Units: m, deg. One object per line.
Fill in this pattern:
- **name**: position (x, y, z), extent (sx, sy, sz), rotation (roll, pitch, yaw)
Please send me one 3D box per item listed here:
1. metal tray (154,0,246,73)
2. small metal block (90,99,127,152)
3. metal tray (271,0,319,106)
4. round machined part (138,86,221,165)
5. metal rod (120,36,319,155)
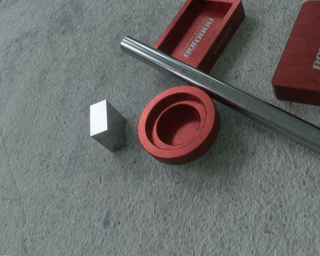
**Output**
- **metal tray**: position (0.054, -0.136, 0.454), extent (0.090, 0.030, 0.130), rotation (24, 74, 36)
- **small metal block**: position (-0.070, -0.002, 0.424), extent (0.025, 0.050, 0.050), rotation (-21, 54, 16)
- **metal tray**: position (0.194, -0.087, 0.353), extent (0.090, 0.030, 0.130), rotation (15, 69, 33)
- **round machined part**: position (0.026, 0.000, 0.378), extent (0.098, 0.042, 0.098), rotation (-13, 57, 21)
- **metal rod**: position (0.060, -0.052, 0.379), extent (0.300, 0.025, 0.025), rotation (33, 80, 30)
